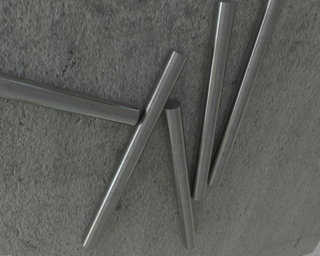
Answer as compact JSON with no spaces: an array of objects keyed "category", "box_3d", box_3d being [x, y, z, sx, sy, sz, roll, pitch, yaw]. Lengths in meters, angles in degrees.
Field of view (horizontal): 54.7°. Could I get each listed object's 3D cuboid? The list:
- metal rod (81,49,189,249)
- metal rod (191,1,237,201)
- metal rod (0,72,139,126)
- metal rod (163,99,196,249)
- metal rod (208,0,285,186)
[{"category":"metal rod","box_3d":[-0.040,0.039,0.408,0.025,0.025,0.298,14,111,-34]},{"category":"metal rod","box_3d":[0.069,-0.018,0.432,0.025,0.025,0.298,-11,123,-23]},{"category":"metal rod","box_3d":[-0.155,-0.042,0.296,0.302,0.025,0.025,13,112,-34]},{"category":"metal rod","box_3d":[0.034,0.090,0.480,0.025,0.025,0.298,-21,127,-16]},{"category":"metal rod","box_3d":[0.115,-0.043,0.442,0.025,0.025,0.298,-2,119,-28]}]
